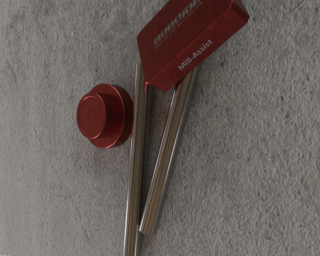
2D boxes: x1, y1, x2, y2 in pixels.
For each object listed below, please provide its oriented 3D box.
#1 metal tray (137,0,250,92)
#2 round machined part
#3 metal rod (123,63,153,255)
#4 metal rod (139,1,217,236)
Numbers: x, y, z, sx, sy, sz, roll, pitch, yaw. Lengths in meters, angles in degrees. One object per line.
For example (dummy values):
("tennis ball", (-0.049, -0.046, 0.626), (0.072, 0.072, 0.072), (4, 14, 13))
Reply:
("metal tray", (0.029, -0.114, 0.358), (0.130, 0.030, 0.090), (-38, 48, 33))
("round machined part", (-0.088, -0.018, 0.464), (0.098, 0.042, 0.097), (0, 90, 39))
("metal rod", (-0.031, 0.063, 0.428), (0.025, 0.025, 0.298), (7, 95, 39))
("metal rod", (0.019, -0.005, 0.387), (0.025, 0.025, 0.298), (23, 104, 37))
